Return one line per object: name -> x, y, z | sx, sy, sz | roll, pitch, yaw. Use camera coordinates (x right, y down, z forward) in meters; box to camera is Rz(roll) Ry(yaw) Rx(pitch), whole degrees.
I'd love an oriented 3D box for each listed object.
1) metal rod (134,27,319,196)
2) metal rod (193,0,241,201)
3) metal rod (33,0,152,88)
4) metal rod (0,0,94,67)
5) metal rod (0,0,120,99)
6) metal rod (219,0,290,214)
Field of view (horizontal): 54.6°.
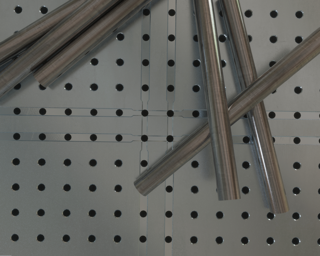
metal rod -> 0.086, -0.015, 0.393 | 0.300, 0.025, 0.025 | -40, 90, 8
metal rod -> 0.065, -0.064, 0.382 | 0.025, 0.025, 0.299 | -5, 78, 0
metal rod -> -0.043, -0.158, 0.409 | 0.300, 0.025, 0.025 | -39, 90, 1
metal rod -> -0.115, -0.157, 0.412 | 0.301, 0.025, 0.025 | -32, 90, 0
metal rod -> -0.112, -0.132, 0.398 | 0.300, 0.025, 0.025 | -37, 90, 5
metal rod -> 0.125, -0.035, 0.414 | 0.025, 0.025, 0.299 | -14, 90, 0
